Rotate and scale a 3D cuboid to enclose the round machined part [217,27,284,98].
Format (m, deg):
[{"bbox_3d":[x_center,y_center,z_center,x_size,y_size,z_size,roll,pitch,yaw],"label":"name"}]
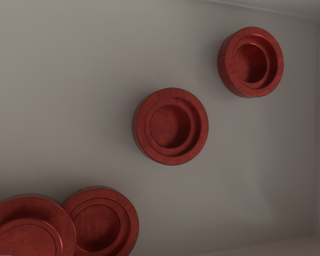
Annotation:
[{"bbox_3d":[0.125,-0.092,0.447,0.099,0.042,0.097,0,90,-20],"label":"round machined part"}]

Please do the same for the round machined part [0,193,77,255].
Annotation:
[{"bbox_3d":[-0.133,0.118,0.307,0.099,0.042,0.097,0,90,-21],"label":"round machined part"}]

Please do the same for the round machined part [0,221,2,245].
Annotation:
[{"bbox_3d":[-0.218,0.109,0.314,0.099,0.042,0.097,-3,95,-33],"label":"round machined part"}]

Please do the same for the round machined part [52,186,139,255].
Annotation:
[{"bbox_3d":[-0.078,0.118,0.373,0.099,0.042,0.097,0,90,-20],"label":"round machined part"}]

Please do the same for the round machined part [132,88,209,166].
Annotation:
[{"bbox_3d":[0.010,-0.002,0.405,0.099,0.042,0.097,0,90,-20],"label":"round machined part"}]
